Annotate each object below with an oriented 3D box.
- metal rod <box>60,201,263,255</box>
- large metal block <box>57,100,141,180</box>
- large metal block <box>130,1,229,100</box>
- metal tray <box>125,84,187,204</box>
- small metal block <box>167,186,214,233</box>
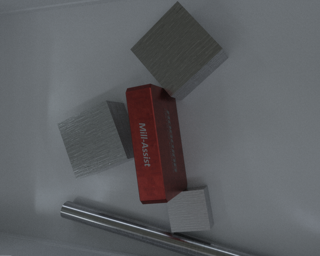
[{"bbox_3d":[0.001,0.144,0.409,0.301,0.025,0.025,10,93,19],"label":"metal rod"},{"bbox_3d":[-0.081,0.016,0.425,0.080,0.050,0.080,-23,83,18],"label":"large metal block"},{"bbox_3d":[0.025,-0.093,0.388,0.080,0.050,0.080,-42,77,14],"label":"large metal block"},{"bbox_3d":[-0.001,0.017,0.375,0.030,0.090,0.129,-9,87,20],"label":"metal tray"},{"bbox_3d":[0.038,0.103,0.396,0.050,0.025,0.050,-10,87,19],"label":"small metal block"}]
